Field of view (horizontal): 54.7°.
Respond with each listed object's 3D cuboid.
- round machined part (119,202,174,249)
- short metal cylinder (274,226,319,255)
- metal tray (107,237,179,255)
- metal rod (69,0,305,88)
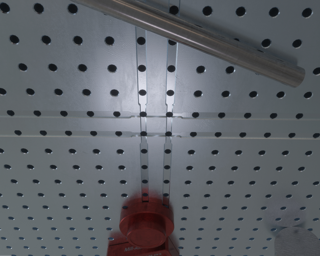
[{"bbox_3d":[-0.023,0.179,0.553,0.099,0.042,0.097,0,130,0],"label":"round machined part"},{"bbox_3d":[0.256,0.233,0.577,0.080,0.080,0.050,-10,129,8],"label":"short metal cylinder"},{"bbox_3d":[-0.033,0.268,0.635,0.130,0.030,0.090,-14,129,11],"label":"metal tray"},{"bbox_3d":[0.022,-0.102,0.324,0.302,0.025,0.025,17,128,-15],"label":"metal rod"}]
